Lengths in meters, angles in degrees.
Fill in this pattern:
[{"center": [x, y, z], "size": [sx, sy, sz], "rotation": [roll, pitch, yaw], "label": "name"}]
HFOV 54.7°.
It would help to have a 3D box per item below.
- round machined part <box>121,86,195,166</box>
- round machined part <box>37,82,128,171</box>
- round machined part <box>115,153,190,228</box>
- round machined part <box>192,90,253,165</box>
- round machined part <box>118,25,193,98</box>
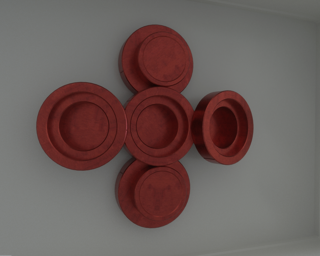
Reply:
[{"center": [-0.006, -0.002, 0.397], "size": [0.099, 0.042, 0.097], "rotation": [0, 90, -20], "label": "round machined part"}, {"center": [-0.086, -0.002, 0.359], "size": [0.099, 0.042, 0.097], "rotation": [0, 90, -3], "label": "round machined part"}, {"center": [-0.005, 0.080, 0.398], "size": [0.099, 0.042, 0.097], "rotation": [0, 90, -20], "label": "round machined part"}, {"center": [0.079, 0.000, 0.420], "size": [0.099, 0.042, 0.097], "rotation": [0, 91, -37], "label": "round machined part"}, {"center": [-0.001, -0.085, 0.399], "size": [0.099, 0.042, 0.097], "rotation": [0, 90, -20], "label": "round machined part"}]
